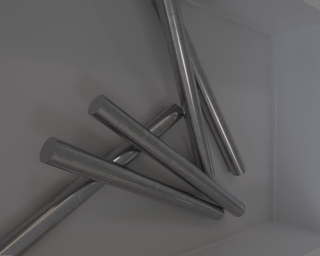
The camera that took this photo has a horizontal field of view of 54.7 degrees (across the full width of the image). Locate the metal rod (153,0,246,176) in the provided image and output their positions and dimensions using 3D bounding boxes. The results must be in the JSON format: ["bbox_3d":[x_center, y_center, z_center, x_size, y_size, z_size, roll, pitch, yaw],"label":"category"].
[{"bbox_3d":[0.067,-0.051,0.461,0.025,0.025,0.299,-42,116,-32],"label":"metal rod"}]

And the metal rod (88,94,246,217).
[{"bbox_3d":[0.030,0.053,0.401,0.301,0.025,0.025,39,66,-36],"label":"metal rod"}]

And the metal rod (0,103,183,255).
[{"bbox_3d":[-0.075,0.059,0.343,0.302,0.025,0.025,-40,115,-33],"label":"metal rod"}]

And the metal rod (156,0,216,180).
[{"bbox_3d":[0.036,-0.048,0.398,0.025,0.025,0.298,-37,124,-34],"label":"metal rod"}]

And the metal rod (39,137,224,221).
[{"bbox_3d":[-0.005,0.075,0.378,0.301,0.025,0.025,31,71,-43],"label":"metal rod"}]
